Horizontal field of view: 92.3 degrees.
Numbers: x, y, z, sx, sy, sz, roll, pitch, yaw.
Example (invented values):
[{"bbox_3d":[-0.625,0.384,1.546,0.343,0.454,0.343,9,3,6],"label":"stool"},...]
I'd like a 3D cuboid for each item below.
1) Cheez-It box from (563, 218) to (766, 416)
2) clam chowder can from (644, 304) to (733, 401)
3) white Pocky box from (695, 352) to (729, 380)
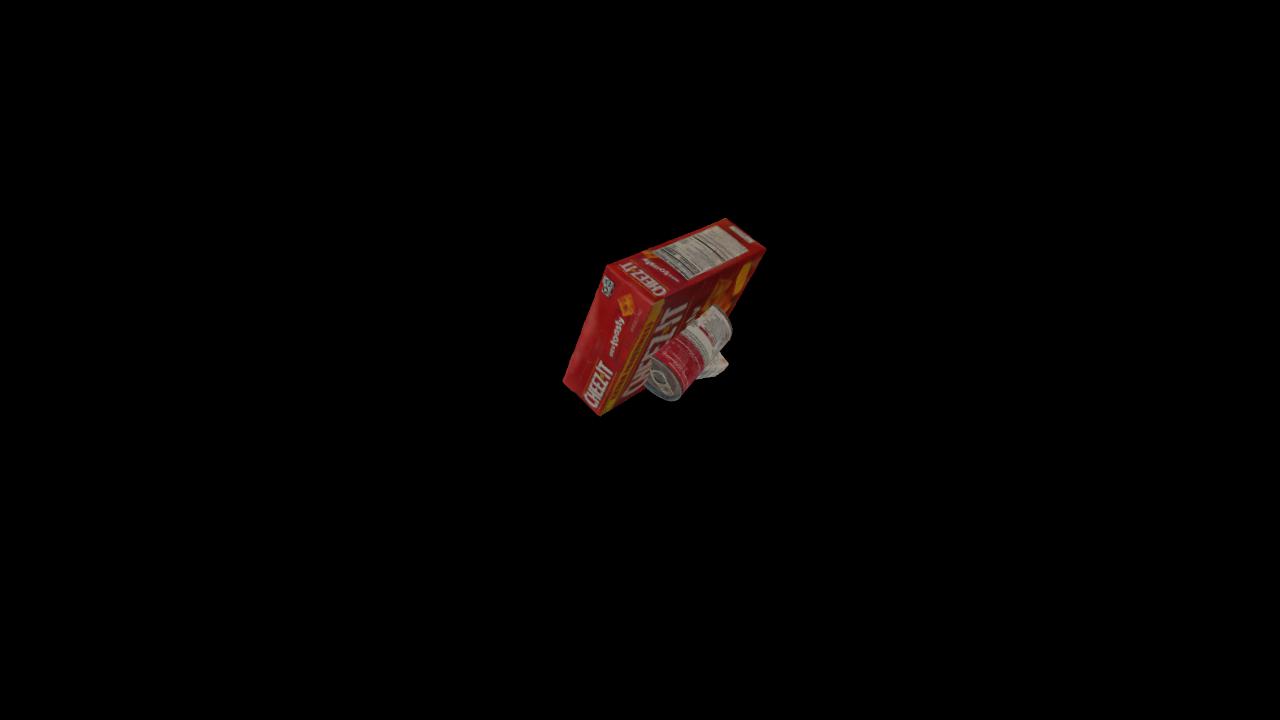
[{"bbox_3d":[0.030,-0.052,0.681,0.071,0.166,0.223,41,42,19],"label":"Cheez-It box"},{"bbox_3d":[0.048,-0.013,0.676,0.102,0.068,0.068,-46,25,-26],"label":"clam chowder can"},{"bbox_3d":[0.038,-0.044,0.741,0.028,0.154,0.084,-44,-18,24],"label":"white Pocky box"}]
